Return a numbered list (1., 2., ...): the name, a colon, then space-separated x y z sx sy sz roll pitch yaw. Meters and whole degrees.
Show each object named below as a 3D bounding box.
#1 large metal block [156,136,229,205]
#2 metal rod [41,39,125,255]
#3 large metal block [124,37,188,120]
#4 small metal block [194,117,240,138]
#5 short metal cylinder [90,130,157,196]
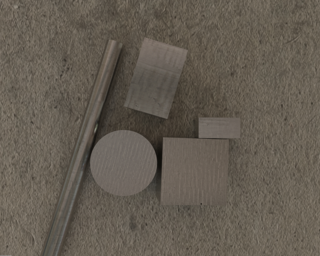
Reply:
1. large metal block: 0.039 0.052 0.393 0.081 0.050 0.080 2 90 -7
2. metal rod: -0.102 0.031 0.409 0.025 0.025 0.298 17 90 0
3. large metal block: -0.004 -0.055 0.382 0.050 0.080 0.080 17 90 0
4. small metal block: 0.072 0.000 0.398 0.050 0.050 0.025 0 90 0
5. short metal cylinder: -0.044 0.042 0.397 0.081 0.050 0.080 0 90 0
